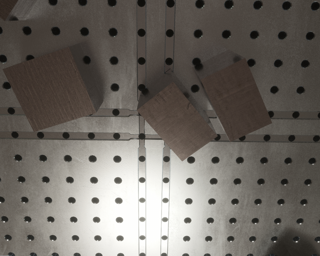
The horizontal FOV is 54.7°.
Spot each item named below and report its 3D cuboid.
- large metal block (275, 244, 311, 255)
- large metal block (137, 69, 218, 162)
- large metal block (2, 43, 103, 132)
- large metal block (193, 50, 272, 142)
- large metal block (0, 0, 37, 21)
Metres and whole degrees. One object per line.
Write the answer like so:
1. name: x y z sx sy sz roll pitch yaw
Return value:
1. large metal block: 0.218 0.246 0.494 0.080 0.050 0.080 26 108 -10
2. large metal block: 0.019 -0.019 0.377 0.050 0.080 0.080 -37 106 12
3. large metal block: -0.126 -0.051 0.380 0.080 0.050 0.080 -17 110 5
4. large metal block: 0.083 -0.042 0.370 0.050 0.080 0.080 -26 108 9
5. large metal block: -0.170 -0.175 0.333 0.080 0.050 0.080 38 105 -13
